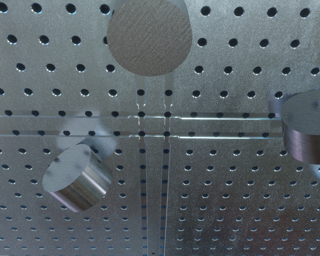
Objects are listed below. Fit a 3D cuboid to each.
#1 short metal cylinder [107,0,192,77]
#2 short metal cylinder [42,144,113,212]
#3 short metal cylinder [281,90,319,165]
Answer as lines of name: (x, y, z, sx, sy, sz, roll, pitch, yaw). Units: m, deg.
short metal cylinder: (-0.010, -0.099, 0.311, 0.081, 0.050, 0.079, 0, 130, 0)
short metal cylinder: (-0.114, 0.069, 0.433, 0.080, 0.080, 0.050, -23, 127, 18)
short metal cylinder: (0.192, -0.002, 0.377, 0.080, 0.080, 0.050, -14, 129, 11)
